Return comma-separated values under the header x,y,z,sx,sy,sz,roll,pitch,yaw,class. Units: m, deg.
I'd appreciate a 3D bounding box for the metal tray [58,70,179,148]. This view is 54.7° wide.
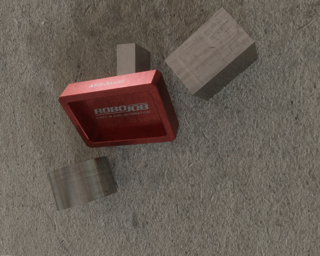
x,y,z,sx,sy,sz,roll,pitch,yaw,class
-0.050,-0.020,0.396,0.130,0.030,0.090,-6,130,19,metal tray

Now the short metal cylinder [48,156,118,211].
x,y,z,sx,sy,sz,roll,pitch,yaw,class
-0.103,0.073,0.416,0.080,0.080,0.050,-19,84,19,short metal cylinder

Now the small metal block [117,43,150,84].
x,y,z,sx,sy,sz,roll,pitch,yaw,class
-0.034,-0.080,0.408,0.025,0.050,0.050,0,90,20,small metal block

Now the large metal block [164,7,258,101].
x,y,z,sx,sy,sz,roll,pitch,yaw,class
0.063,-0.079,0.358,0.080,0.080,0.050,-41,77,15,large metal block
